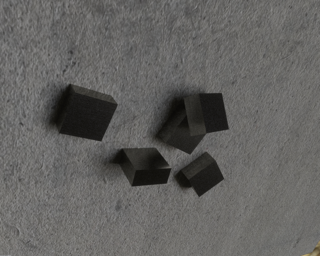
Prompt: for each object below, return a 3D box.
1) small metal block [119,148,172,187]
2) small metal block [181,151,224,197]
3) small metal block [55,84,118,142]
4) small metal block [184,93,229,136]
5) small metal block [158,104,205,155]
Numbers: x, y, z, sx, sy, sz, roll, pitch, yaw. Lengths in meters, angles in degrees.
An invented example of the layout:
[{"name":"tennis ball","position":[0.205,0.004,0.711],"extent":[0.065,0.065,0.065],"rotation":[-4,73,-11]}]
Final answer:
[{"name":"small metal block","position":[-0.021,0.050,0.410],"extent":[0.050,0.050,0.025],"rotation":[1,118,-29]},{"name":"small metal block","position":[0.068,0.074,0.489],"extent":[0.050,0.025,0.050],"rotation":[-35,129,-5]},{"name":"small metal block","position":[-0.083,-0.016,0.351],"extent":[0.050,0.025,0.050],"rotation":[15,111,-34]},{"name":"small metal block","position":[0.061,-0.018,0.404],"extent":[0.050,0.025,0.050],"rotation":[-7,86,-45]},{"name":"small metal block","position":[0.034,0.003,0.427],"extent":[0.050,0.025,0.050],"rotation":[28,103,-38]}]
